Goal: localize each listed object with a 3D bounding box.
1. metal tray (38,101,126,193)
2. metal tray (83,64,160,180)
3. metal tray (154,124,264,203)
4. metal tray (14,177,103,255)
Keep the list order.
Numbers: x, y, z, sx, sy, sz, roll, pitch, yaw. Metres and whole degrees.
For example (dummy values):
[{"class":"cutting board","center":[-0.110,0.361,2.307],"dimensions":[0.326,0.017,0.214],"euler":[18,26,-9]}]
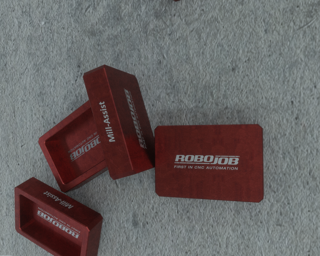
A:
[{"class":"metal tray","center":[-0.103,0.023,0.436],"dimensions":[0.130,0.030,0.090],"euler":[-33,80,22]},{"class":"metal tray","center":[-0.044,-0.007,0.389],"dimensions":[0.030,0.090,0.129],"euler":[-18,84,19]},{"class":"metal tray","center":[0.060,0.041,0.385],"dimensions":[0.130,0.030,0.089],"euler":[-1,90,19]},{"class":"metal tray","center":[-0.148,0.137,0.442],"dimensions":[0.130,0.030,0.089],"euler":[23,119,18]}]
